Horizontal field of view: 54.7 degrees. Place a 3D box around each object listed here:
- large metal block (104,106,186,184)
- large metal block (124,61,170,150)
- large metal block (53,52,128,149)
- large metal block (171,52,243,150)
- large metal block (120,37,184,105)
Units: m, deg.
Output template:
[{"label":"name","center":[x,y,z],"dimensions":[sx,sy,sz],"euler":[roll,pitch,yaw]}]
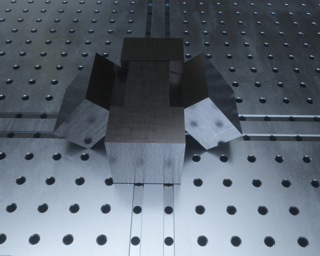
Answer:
[{"label":"large metal block","center":[-0.015,0.021,0.353],"dimensions":[0.081,0.080,0.050],"euler":[1,50,0]},{"label":"large metal block","center":[-0.014,-0.028,0.394],"dimensions":[0.050,0.080,0.080],"euler":[1,50,0]},{"label":"large metal block","center":[-0.085,-0.033,0.390],"dimensions":[0.050,0.080,0.080],"euler":[28,43,-29]},{"label":"large metal block","center":[0.057,-0.033,0.389],"dimensions":[0.050,0.080,0.080],"euler":[-26,43,28]},{"label":"large metal block","center":[-0.009,-0.079,0.436],"dimensions":[0.081,0.080,0.050],"euler":[1,50,0]}]
